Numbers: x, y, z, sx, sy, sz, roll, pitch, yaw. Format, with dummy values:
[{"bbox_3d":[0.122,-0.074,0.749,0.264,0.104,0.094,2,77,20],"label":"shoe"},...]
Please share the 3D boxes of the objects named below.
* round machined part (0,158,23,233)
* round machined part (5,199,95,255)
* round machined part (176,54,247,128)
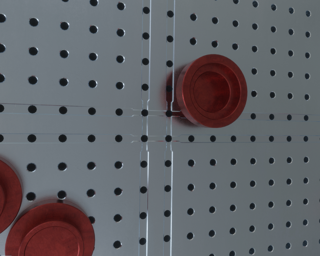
[{"bbox_3d":[-0.200,0.076,0.330,0.099,0.042,0.097,0,90,-20],"label":"round machined part"},{"bbox_3d":[-0.125,0.136,0.358,0.099,0.042,0.097,0,90,-20],"label":"round machined part"},{"bbox_3d":[0.067,-0.049,0.428,0.099,0.042,0.097,0,90,-20],"label":"round machined part"}]
